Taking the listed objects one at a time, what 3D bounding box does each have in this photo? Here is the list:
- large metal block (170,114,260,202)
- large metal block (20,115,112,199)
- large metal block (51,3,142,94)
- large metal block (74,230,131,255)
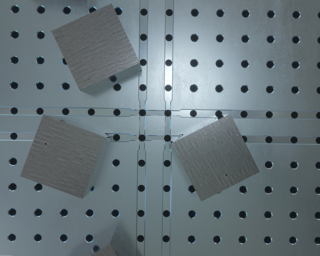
[{"bbox_3d":[0.068,0.036,0.402,0.080,0.050,0.080,-27,90,0],"label":"large metal block"},{"bbox_3d":[-0.117,0.035,0.399,0.080,0.050,0.080,20,90,-1],"label":"large metal block"},{"bbox_3d":[-0.078,-0.099,0.400,0.080,0.050,0.080,-25,90,-1],"label":"large metal block"},{"bbox_3d":[-0.074,0.195,0.400,0.080,0.050,0.080,-32,90,0],"label":"large metal block"}]
